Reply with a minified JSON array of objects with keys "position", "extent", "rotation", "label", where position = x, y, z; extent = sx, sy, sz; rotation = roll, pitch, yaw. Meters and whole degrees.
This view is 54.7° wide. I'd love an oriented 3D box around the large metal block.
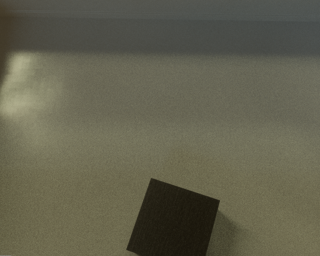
[{"position":[0.015,0.112,0.356],"extent":[0.080,0.050,0.080],"rotation":[17,71,6],"label":"large metal block"}]
